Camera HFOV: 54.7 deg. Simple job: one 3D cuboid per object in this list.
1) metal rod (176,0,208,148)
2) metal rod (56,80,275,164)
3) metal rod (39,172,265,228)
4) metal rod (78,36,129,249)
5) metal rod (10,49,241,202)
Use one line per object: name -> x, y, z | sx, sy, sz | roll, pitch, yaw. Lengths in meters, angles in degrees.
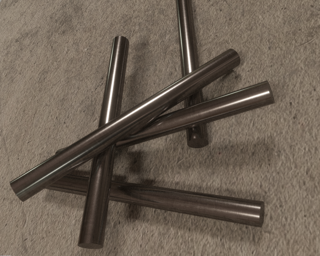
metal rod -> 0.041, -0.109, 0.447 | 0.025, 0.025, 0.299 | -15, 56, 20
metal rod -> -0.015, 0.003, 0.384 | 0.300, 0.025, 0.025 | -17, 55, 26
metal rod -> -0.033, 0.079, 0.371 | 0.300, 0.025, 0.025 | 2, 63, 28
metal rod -> -0.064, -0.007, 0.390 | 0.025, 0.025, 0.300 | -13, 53, 21
metal rod -> -0.025, -0.013, 0.360 | 0.302, 0.025, 0.025 | -33, 49, -17
